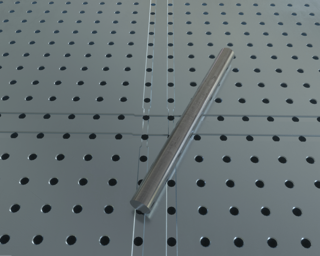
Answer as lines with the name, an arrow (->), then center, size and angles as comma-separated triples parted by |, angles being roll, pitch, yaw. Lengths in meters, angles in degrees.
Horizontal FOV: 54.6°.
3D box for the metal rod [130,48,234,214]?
metal rod -> 0.044, -0.018, 0.422 | 0.025, 0.025, 0.301 | 21, 53, 16
